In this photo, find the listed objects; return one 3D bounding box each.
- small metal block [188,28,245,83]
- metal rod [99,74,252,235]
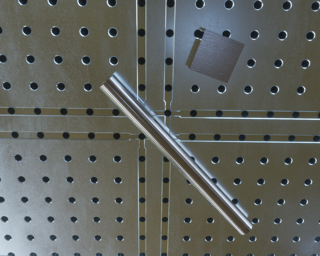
[{"bbox_3d":[0.068,-0.089,0.382,0.050,0.025,0.050,19,109,-7],"label":"small metal block"},{"bbox_3d":[0.031,0.046,0.430,0.025,0.025,0.300,-39,106,13],"label":"metal rod"}]
